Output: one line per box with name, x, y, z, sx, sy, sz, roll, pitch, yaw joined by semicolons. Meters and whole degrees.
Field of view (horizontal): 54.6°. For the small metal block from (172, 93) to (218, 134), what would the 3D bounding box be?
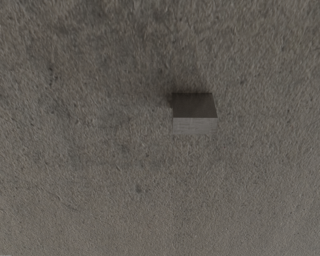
small metal block;0.040;-0.018;0.375;0.050;0.050;0.025;0;130;-1
